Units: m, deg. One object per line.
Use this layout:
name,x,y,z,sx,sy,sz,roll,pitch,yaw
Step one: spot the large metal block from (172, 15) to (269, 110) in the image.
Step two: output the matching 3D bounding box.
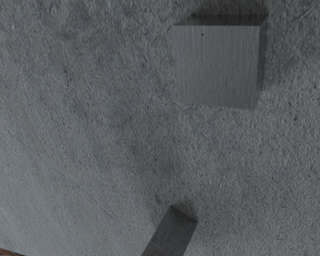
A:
large metal block,0.062,-0.069,0.315,0.080,0.050,0.079,8,122,23

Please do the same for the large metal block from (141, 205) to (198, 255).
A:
large metal block,0.009,0.182,0.479,0.050,0.080,0.079,30,128,9
